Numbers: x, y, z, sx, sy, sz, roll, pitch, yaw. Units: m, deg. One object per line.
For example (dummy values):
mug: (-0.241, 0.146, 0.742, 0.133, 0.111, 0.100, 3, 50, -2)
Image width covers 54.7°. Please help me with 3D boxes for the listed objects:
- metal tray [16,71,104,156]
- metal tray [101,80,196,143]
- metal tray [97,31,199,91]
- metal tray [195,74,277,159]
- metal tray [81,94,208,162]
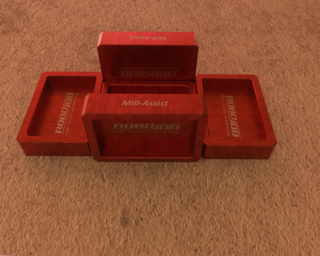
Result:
metal tray: (-0.126, -0.023, 0.419, 0.091, 0.030, 0.130, 1, 50, 0)
metal tray: (-0.016, -0.024, 0.421, 0.131, 0.030, 0.090, 1, 50, 0)
metal tray: (-0.016, -0.089, 0.437, 0.131, 0.089, 0.030, 0, 50, -1)
metal tray: (0.095, -0.019, 0.419, 0.091, 0.030, 0.130, 1, 50, 0)
metal tray: (-0.016, 0.002, 0.358, 0.131, 0.089, 0.030, 0, 50, 0)
